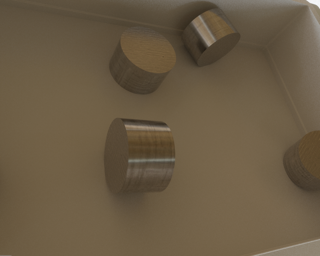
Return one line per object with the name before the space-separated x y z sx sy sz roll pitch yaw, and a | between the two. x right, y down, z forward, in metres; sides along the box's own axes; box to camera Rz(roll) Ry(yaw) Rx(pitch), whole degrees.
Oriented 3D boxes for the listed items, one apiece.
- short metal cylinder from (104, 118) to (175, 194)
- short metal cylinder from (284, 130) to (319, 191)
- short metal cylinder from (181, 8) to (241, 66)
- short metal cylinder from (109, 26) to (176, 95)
short metal cylinder | -0.025 0.030 0.338 0.050 0.080 0.080 4 60 -26
short metal cylinder | 0.238 0.050 0.471 0.081 0.050 0.080 2 65 -4
short metal cylinder | 0.082 -0.145 0.503 0.081 0.080 0.050 -21 73 -36
short metal cylinder | -0.025 -0.094 0.433 0.081 0.050 0.080 14 56 -21
